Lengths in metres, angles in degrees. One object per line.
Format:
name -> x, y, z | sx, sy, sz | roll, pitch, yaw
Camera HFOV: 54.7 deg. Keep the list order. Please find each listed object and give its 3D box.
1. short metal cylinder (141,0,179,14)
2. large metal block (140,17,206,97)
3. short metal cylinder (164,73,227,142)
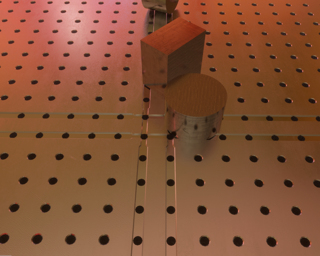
short metal cylinder -> 0.004, -0.266, 0.596 | 0.050, 0.080, 0.080 | 19, 53, 15
large metal block -> 0.019, -0.104, 0.459 | 0.050, 0.080, 0.080 | 36, 59, 26
short metal cylinder -> 0.046, -0.028, 0.415 | 0.081, 0.050, 0.080 | 0, 50, 0
